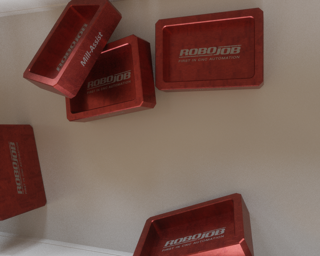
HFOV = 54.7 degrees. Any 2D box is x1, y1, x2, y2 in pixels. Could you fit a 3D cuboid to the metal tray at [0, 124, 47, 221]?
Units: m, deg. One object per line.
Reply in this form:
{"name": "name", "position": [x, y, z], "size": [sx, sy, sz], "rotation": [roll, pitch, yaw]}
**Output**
{"name": "metal tray", "position": [-0.218, 0.061, 0.450], "size": [0.030, 0.090, 0.129], "rotation": [-14, 86, 19]}

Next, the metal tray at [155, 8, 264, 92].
{"name": "metal tray", "position": [0.060, -0.093, 0.385], "size": [0.130, 0.030, 0.089], "rotation": [0, 90, 19]}

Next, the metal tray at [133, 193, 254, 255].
{"name": "metal tray", "position": [0.038, 0.128, 0.359], "size": [0.130, 0.090, 0.030], "rotation": [-21, 105, 18]}

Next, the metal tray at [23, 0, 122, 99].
{"name": "metal tray", "position": [-0.117, -0.108, 0.409], "size": [0.090, 0.030, 0.130], "rotation": [19, 77, 40]}

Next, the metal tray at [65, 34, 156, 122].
{"name": "metal tray", "position": [-0.071, -0.061, 0.414], "size": [0.130, 0.030, 0.089], "rotation": [-9, 83, 31]}
